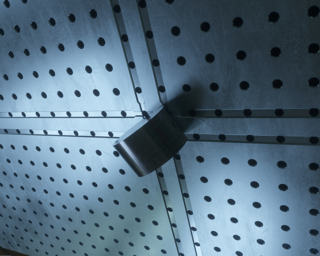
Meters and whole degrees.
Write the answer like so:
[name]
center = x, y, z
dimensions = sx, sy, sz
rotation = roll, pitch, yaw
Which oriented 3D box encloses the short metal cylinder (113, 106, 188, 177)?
[short metal cylinder]
center = -0.012, 0.017, 0.392
dimensions = 0.080, 0.080, 0.050
rotation = -32, 100, 38
